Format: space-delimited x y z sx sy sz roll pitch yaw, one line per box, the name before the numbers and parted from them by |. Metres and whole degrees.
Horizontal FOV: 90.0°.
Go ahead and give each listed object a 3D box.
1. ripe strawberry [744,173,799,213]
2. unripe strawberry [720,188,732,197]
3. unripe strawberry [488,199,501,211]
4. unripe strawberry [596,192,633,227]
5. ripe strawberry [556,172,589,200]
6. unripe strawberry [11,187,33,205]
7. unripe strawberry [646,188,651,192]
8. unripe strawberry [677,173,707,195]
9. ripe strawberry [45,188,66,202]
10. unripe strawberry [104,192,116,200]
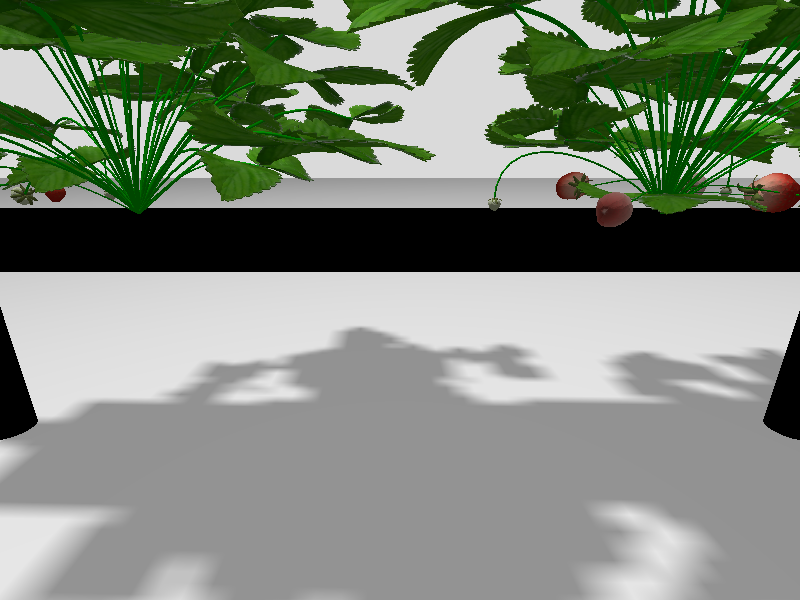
ripe strawberry | 0.318 -0.091 0.339 0.038 0.032 0.038 1 18 0
unripe strawberry | 0.367 -0.121 0.452 0.011 0.011 0.010 -15 23 -37
unripe strawberry | 0.079 -0.080 0.336 0.010 0.010 0.009 -1 18 -2
unripe strawberry | 0.142 -0.060 0.268 0.024 0.023 0.022 -17 25 -40
ripe strawberry | 0.203 -0.136 0.478 0.037 0.032 0.037 -3 18 -8
unripe strawberry | -0.407 -0.112 0.431 0.020 0.019 0.018 4 18 27
unripe strawberry | 0.306 -0.129 0.488 0.012 0.014 0.014 9 -2 26
unripe strawberry | 0.378 -0.148 0.518 0.032 0.033 0.034 14 23 37
ripe strawberry | -0.387 -0.120 0.450 0.021 0.020 0.019 38 34 21
unripe strawberry | -0.324 -0.117 0.448 0.011 0.010 0.010 -16 24 -39
